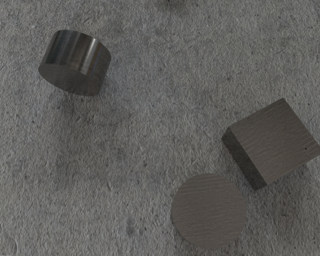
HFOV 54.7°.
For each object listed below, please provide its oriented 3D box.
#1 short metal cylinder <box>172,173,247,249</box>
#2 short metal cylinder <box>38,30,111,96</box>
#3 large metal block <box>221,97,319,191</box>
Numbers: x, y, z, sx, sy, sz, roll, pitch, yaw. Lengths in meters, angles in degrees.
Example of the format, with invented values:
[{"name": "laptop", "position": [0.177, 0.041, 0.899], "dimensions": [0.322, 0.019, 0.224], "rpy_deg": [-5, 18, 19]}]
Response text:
[{"name": "short metal cylinder", "position": [0.054, 0.097, 0.360], "dimensions": [0.081, 0.050, 0.080], "rpy_deg": [0, 70, 0]}, {"name": "short metal cylinder", "position": [-0.111, -0.083, 0.408], "dimensions": [0.080, 0.080, 0.050], "rpy_deg": [13, 71, 5]}, {"name": "large metal block", "position": [0.136, 0.021, 0.388], "dimensions": [0.080, 0.050, 0.080], "rpy_deg": [-27, 72, -10]}]
